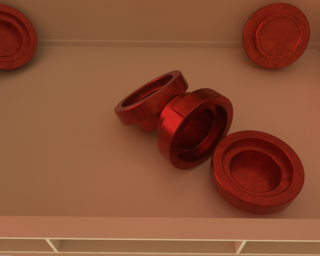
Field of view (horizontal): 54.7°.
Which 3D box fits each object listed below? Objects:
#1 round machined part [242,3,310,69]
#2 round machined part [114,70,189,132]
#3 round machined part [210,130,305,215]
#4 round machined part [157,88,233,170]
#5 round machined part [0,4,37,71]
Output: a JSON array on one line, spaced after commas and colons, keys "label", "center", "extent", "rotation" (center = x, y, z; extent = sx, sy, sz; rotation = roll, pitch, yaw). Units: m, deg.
[{"label": "round machined part", "center": [0.178, -0.139, 0.473], "extent": [0.099, 0.097, 0.042], "rotation": [7, 19, 5]}, {"label": "round machined part", "center": [-0.006, -0.031, 0.398], "extent": [0.098, 0.042, 0.098], "rotation": [-28, 18, 10]}, {"label": "round machined part", "center": [0.106, 0.053, 0.351], "extent": [0.099, 0.042, 0.098], "rotation": [0, 50, 0]}, {"label": "round machined part", "center": [0.036, -0.003, 0.362], "extent": [0.099, 0.097, 0.042], "rotation": [-31, 48, -23]}, {"label": "round machined part", "center": [-0.248, -0.138, 0.484], "extent": [0.099, 0.098, 0.042], "rotation": [-37, 21, -27]}]
